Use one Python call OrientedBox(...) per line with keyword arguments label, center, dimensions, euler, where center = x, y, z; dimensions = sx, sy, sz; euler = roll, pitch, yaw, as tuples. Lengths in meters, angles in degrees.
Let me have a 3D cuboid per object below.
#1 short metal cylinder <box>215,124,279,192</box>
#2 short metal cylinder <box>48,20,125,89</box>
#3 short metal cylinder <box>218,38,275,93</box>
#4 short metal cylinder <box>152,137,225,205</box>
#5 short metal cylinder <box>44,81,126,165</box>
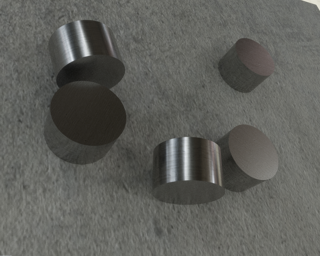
OrientedBox(label="short metal cylinder", center=(0.113, 0.042, 0.425), dimensions=(0.081, 0.050, 0.080), euler=(14, 56, -21))
OrientedBox(label="short metal cylinder", center=(-0.088, -0.082, 0.372), dimensions=(0.081, 0.080, 0.050), euler=(-6, 65, -31))
OrientedBox(label="short metal cylinder", center=(0.149, -0.108, 0.537), dimensions=(0.081, 0.050, 0.080), euler=(14, 56, -21))
OrientedBox(label="short metal cylinder", center=(0.032, 0.052, 0.356), dimensions=(0.081, 0.080, 0.050), euler=(14, 56, -21))
OrientedBox(label="short metal cylinder", center=(-0.084, -0.006, 0.347), dimensions=(0.081, 0.050, 0.080), euler=(14, 56, -21))
